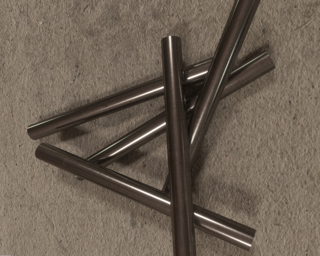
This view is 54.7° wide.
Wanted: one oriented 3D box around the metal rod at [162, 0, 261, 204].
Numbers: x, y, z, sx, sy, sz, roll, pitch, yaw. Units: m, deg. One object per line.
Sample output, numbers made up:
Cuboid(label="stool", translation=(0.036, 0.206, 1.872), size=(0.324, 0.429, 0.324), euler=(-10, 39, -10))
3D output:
Cuboid(label="metal rod", translation=(0.057, -0.035, 0.361), size=(0.025, 0.025, 0.298), euler=(25, 108, 18))

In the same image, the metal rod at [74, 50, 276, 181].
Cuboid(label="metal rod", translation=(0.005, -0.008, 0.406), size=(0.300, 0.025, 0.025), euler=(-31, 80, 17))

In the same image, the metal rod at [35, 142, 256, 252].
Cuboid(label="metal rod", translation=(-0.033, 0.078, 0.391), size=(0.301, 0.025, 0.025), euler=(19, 96, 19))

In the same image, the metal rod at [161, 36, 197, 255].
Cuboid(label="metal rod", translation=(0.022, 0.038, 0.354), size=(0.025, 0.025, 0.298), euler=(-7, 78, 19))

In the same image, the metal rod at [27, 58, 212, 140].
Cuboid(label="metal rod", translation=(-0.058, -0.036, 0.428), size=(0.301, 0.025, 0.025), euler=(-17, 84, 18))
